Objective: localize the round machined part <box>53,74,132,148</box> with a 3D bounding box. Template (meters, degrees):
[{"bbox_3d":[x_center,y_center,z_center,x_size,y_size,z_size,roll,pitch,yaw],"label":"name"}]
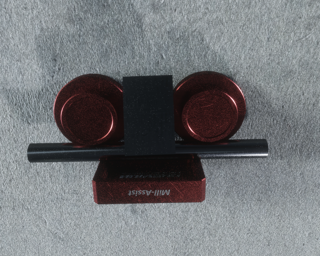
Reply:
[{"bbox_3d":[-0.086,-0.017,0.392,0.099,0.042,0.097,0,110,-1],"label":"round machined part"}]

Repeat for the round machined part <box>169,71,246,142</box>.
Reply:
[{"bbox_3d":[0.061,-0.021,0.394,0.099,0.042,0.097,0,110,-1],"label":"round machined part"}]

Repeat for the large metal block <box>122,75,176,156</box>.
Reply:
[{"bbox_3d":[-0.011,-0.011,0.349,0.050,0.080,0.080,-2,87,0],"label":"large metal block"}]

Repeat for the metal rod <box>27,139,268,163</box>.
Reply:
[{"bbox_3d":[-0.015,0.029,0.400,0.302,0.025,0.025,-1,110,0],"label":"metal rod"}]

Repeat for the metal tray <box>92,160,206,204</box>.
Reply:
[{"bbox_3d":[-0.013,0.059,0.398,0.131,0.090,0.030,-1,110,0],"label":"metal tray"}]
